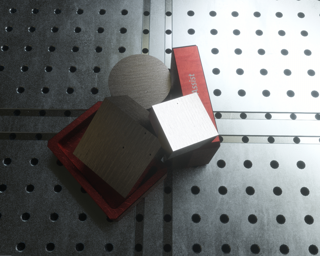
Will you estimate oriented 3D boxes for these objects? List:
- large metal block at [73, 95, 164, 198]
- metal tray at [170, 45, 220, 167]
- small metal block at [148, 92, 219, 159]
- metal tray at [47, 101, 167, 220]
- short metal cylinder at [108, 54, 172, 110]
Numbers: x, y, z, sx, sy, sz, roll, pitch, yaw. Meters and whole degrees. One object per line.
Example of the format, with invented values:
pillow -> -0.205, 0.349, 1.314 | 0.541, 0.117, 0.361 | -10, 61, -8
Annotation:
large metal block -> -0.039, 0.018, 0.358 | 0.080, 0.050, 0.080 | 38, 110, 12
metal tray -> 0.039, -0.025, 0.387 | 0.030, 0.090, 0.129 | -9, 70, -3
small metal block -> 0.023, -0.003, 0.313 | 0.050, 0.025, 0.050 | -19, 71, -19
metal tray -> -0.065, 0.040, 0.393 | 0.090, 0.030, 0.130 | -41, 76, -14
short metal cylinder -> -0.026, -0.051, 0.417 | 0.081, 0.050, 0.080 | 0, 70, 0
